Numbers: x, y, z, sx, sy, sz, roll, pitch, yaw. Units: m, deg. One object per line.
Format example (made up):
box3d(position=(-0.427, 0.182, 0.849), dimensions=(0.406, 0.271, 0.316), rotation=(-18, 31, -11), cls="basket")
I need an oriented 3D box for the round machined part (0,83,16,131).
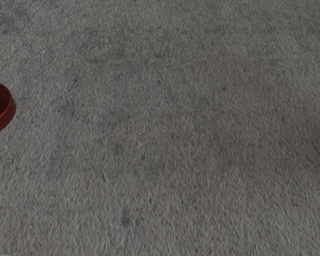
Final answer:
box3d(position=(-0.252, -0.032, 0.415), dimensions=(0.099, 0.042, 0.098), rotation=(0, 50, 0), cls="round machined part")
